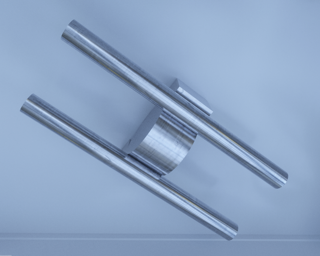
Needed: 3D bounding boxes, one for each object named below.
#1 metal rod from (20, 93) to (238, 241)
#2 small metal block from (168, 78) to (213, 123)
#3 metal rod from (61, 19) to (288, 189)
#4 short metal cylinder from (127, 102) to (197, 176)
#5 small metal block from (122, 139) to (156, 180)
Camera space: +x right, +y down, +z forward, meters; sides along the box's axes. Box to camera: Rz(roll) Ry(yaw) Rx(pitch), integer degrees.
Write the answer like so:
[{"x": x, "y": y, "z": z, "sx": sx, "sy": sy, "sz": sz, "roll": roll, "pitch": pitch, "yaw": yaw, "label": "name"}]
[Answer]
[{"x": -0.027, "y": 0.054, "z": 0.377, "sx": 0.301, "sy": 0.025, "sz": 0.025, "roll": 34, "pitch": 106, "yaw": -12, "label": "metal rod"}, {"x": 0.035, "y": -0.033, "z": 0.384, "sx": 0.050, "sy": 0.050, "sz": 0.025, "roll": 35, "pitch": 106, "yaw": -12, "label": "small metal block"}, {"x": 0.027, "y": -0.018, "z": 0.350, "sx": 0.301, "sy": 0.025, "sz": 0.025, "roll": 34, "pitch": 106, "yaw": -12, "label": "metal rod"}, {"x": 0.003, "y": 0.012, "z": 0.385, "sx": 0.050, "sy": 0.080, "sz": 0.080, "roll": 35, "pitch": 106, "yaw": -12, "label": "short metal cylinder"}, {"x": -0.029, "y": 0.047, "z": 0.413, "sx": 0.050, "sy": 0.050, "sz": 0.025, "roll": 35, "pitch": 106, "yaw": -12, "label": "small metal block"}]
